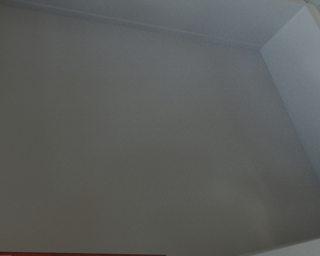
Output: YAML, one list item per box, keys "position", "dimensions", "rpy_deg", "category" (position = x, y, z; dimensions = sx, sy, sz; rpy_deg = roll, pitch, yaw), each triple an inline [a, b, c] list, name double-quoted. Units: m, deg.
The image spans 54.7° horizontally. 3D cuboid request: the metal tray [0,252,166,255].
- position: [-0.055, 0.112, 0.154]
  dimensions: [0.131, 0.030, 0.090]
  rpy_deg: [11, 56, -23]
  category: "metal tray"
